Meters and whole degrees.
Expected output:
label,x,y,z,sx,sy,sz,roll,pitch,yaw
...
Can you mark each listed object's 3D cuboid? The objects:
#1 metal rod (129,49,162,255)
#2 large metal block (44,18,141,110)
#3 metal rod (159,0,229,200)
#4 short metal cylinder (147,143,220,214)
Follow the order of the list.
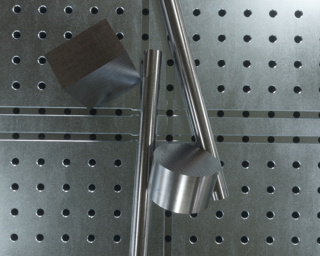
label,x,y,z,sx,sy,sz,roll,pitch,yaw
metal rod,-0.020,0.047,0.413,0.025,0.025,0.298,4,90,0
large metal block,-0.077,-0.074,0.380,0.080,0.080,0.050,-31,75,0
metal rod,0.043,-0.052,0.413,0.025,0.025,0.298,-14,90,0
short metal cylinder,0.028,0.059,0.380,0.080,0.080,0.050,10,112,0
